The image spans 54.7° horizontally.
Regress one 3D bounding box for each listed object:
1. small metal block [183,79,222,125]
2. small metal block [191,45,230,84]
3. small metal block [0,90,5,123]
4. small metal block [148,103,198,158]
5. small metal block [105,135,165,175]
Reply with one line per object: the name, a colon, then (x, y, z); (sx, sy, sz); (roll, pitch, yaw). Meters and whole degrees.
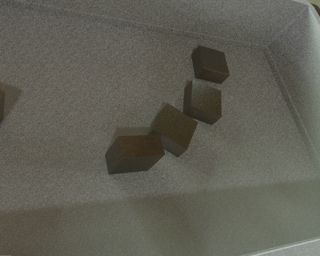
small metal block: (0.063, -0.038, 0.463); (0.050, 0.025, 0.050); (18, 55, -18)
small metal block: (0.083, -0.105, 0.514); (0.050, 0.025, 0.050); (9, 58, -24)
small metal block: (-0.184, -0.022, 0.304); (0.050, 0.050, 0.025); (21, 54, -16)
small metal block: (0.017, 0.003, 0.413); (0.050, 0.025, 0.050); (32, 52, -7)
small metal block: (-0.030, 0.031, 0.355); (0.050, 0.050, 0.025); (-1, 63, -29)
